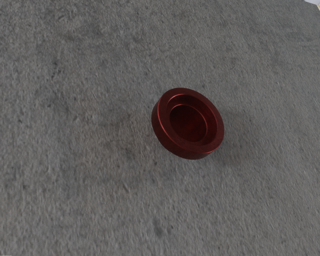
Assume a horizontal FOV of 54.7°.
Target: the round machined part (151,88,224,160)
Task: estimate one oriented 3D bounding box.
[{"bbox_3d":[0.033,-0.002,0.414,0.099,0.042,0.098,14,56,-21],"label":"round machined part"}]
